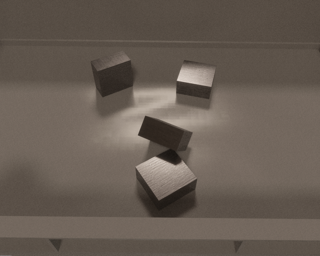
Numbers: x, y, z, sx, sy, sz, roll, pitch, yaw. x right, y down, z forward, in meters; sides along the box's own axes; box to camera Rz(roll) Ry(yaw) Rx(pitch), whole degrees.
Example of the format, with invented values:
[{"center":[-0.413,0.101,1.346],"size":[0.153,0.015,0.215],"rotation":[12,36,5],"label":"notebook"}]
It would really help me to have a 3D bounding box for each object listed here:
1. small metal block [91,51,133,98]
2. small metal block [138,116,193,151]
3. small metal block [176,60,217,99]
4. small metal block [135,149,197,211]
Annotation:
[{"center":[-0.069,-0.079,0.454],"size":[0.050,0.050,0.025],"rotation":[-24,54,-19],"label":"small metal block"},{"center":[0.008,0.007,0.380],"size":[0.050,0.050,0.025],"rotation":[22,93,17],"label":"small metal block"},{"center":[0.055,-0.074,0.468],"size":[0.050,0.025,0.050],"rotation":[12,51,9],"label":"small metal block"},{"center":[0.007,0.058,0.357],"size":[0.050,0.025,0.050],"rotation":[-26,55,-20],"label":"small metal block"}]
